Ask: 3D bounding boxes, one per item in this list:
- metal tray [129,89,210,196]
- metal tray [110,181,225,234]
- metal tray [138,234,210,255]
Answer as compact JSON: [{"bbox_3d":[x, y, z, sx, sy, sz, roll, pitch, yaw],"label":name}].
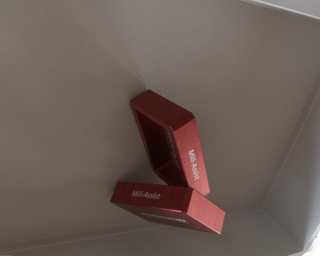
[{"bbox_3d":[0.013,0.025,0.386,0.030,0.090,0.129,-33,130,-21],"label":"metal tray"},{"bbox_3d":[0.009,0.106,0.417,0.090,0.130,0.030,41,57,-39],"label":"metal tray"},{"bbox_3d":[0.020,0.248,0.572,0.131,0.030,0.089,0,118,-29],"label":"metal tray"}]
